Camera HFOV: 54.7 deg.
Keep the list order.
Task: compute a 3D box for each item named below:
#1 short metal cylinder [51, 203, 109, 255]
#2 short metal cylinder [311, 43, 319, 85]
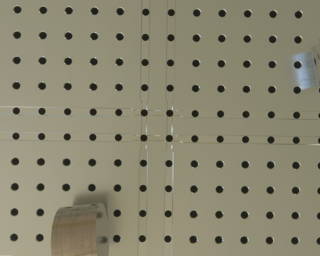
[{"bbox_3d":[-0.096,0.137,0.385,0.050,0.080,0.080,-6,90,0],"label":"short metal cylinder"},{"bbox_3d":[0.237,-0.087,0.388,0.080,0.080,0.050,-11,90,0],"label":"short metal cylinder"}]
